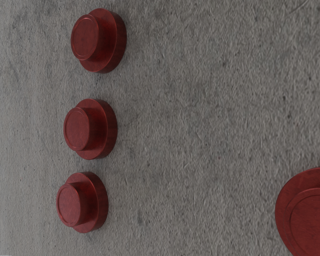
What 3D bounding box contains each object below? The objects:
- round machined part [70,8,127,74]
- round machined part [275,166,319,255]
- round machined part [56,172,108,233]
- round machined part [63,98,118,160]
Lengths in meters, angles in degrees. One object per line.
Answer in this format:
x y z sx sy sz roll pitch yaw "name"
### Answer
-0.100 -0.135 0.477 0.098 0.042 0.097 0 90 40 "round machined part"
0.149 0.083 0.271 0.098 0.042 0.097 0 90 40 "round machined part"
-0.132 0.122 0.503 0.098 0.042 0.097 0 90 40 "round machined part"
-0.116 0.002 0.490 0.098 0.042 0.097 0 90 40 "round machined part"
